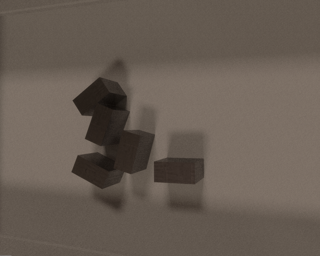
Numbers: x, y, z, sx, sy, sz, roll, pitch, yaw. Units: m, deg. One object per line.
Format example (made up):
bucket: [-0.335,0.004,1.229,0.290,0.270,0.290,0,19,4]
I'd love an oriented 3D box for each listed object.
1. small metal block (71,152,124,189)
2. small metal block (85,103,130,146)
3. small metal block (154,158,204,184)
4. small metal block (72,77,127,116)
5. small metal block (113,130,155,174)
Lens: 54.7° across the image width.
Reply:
small metal block: [-0.083,0.057,0.425,0.050,0.050,0.025,24,98,18]
small metal block: [-0.070,-0.005,0.421,0.025,0.050,0.050,22,97,18]
small metal block: [0.025,0.052,0.388,0.050,0.050,0.025,0,90,19]
small metal block: [-0.081,-0.041,0.425,0.050,0.050,0.025,-37,78,16]
small metal block: [-0.033,0.030,0.408,0.025,0.050,0.050,16,95,19]
